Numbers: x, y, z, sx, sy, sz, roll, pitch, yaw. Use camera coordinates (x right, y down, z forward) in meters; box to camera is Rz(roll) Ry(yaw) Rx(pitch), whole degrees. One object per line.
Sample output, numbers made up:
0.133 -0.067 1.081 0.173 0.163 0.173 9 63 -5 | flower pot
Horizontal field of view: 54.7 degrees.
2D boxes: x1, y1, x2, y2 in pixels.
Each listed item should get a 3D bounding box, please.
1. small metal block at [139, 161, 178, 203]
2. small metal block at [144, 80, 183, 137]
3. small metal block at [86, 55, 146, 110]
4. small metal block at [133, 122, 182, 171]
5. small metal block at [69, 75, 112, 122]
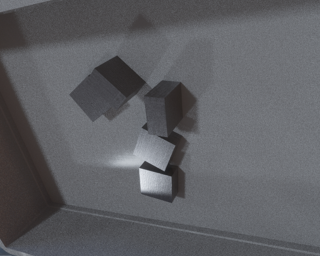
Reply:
-0.001 0.077 0.456 0.050 0.025 0.050 12 123 21 | small metal block
0.006 -0.024 0.373 0.025 0.050 0.050 9 122 23 | small metal block
-0.053 -0.057 0.384 0.050 0.050 0.025 43 129 -2 | small metal block
-0.004 0.024 0.424 0.050 0.025 0.050 27 128 10 | small metal block
-0.088 -0.044 0.426 0.050 0.025 0.050 -33 100 38 | small metal block
